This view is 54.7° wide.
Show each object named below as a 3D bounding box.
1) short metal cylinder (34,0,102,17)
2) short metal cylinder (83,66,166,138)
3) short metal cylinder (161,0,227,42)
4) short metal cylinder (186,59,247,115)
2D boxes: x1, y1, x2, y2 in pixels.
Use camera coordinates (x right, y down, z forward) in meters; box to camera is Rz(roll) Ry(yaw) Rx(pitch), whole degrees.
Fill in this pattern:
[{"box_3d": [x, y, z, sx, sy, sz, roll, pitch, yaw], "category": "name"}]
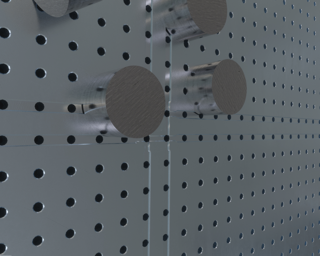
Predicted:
[{"box_3d": [-0.092, -0.154, 0.295, 0.050, 0.080, 0.080, -39, 114, -33], "category": "short metal cylinder"}, {"box_3d": [-0.040, -0.029, 0.358, 0.081, 0.050, 0.079, 0, 90, -40], "category": "short metal cylinder"}, {"box_3d": [0.048, -0.166, 0.433, 0.081, 0.050, 0.079, 0, 90, -40], "category": "short metal cylinder"}, {"box_3d": [0.085, -0.059, 0.463, 0.081, 0.050, 0.079, 0, 90, -40], "category": "short metal cylinder"}]
